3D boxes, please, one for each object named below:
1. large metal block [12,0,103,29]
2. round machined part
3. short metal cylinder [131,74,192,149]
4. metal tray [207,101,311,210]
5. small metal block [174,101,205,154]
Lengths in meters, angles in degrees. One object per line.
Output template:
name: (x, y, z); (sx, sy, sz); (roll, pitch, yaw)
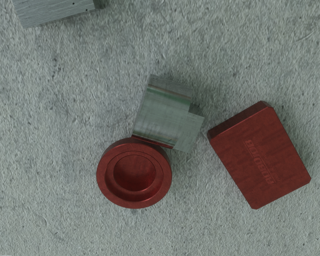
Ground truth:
large metal block: (-0.117, -0.160, 0.336); (0.080, 0.050, 0.080); (-14, 110, 4)
round machined part: (-0.033, 0.057, 0.421); (0.099, 0.042, 0.097); (0, 110, -1)
short metal cylinder: (0.001, -0.020, 0.373); (0.050, 0.080, 0.079); (17, 109, -6)
metal tray: (0.135, 0.039, 0.424); (0.090, 0.030, 0.130); (-31, 108, 10)
small metal block: (0.033, -0.003, 0.396); (0.025, 0.050, 0.050); (18, 109, -7)
